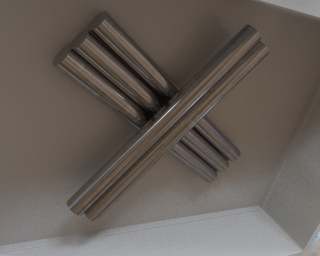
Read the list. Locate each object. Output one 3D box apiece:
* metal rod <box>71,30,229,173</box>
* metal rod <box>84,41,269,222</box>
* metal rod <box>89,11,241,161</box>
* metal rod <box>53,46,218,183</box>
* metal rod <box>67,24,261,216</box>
[{"bbox_3d":[0.010,-0.014,0.403,0.025,0.025,0.301,-47,129,4],"label":"metal rod"},{"bbox_3d":[0.018,0.005,0.387,0.300,0.025,0.025,-45,129,3],"label":"metal rod"},{"bbox_3d":[0.028,-0.032,0.402,0.025,0.025,0.301,-47,129,4],"label":"metal rod"},{"bbox_3d":[-0.008,0.003,0.403,0.025,0.025,0.301,-47,129,4],"label":"metal rod"},{"bbox_3d":[0.003,-0.007,0.371,0.300,0.025,0.025,-45,129,3],"label":"metal rod"}]
